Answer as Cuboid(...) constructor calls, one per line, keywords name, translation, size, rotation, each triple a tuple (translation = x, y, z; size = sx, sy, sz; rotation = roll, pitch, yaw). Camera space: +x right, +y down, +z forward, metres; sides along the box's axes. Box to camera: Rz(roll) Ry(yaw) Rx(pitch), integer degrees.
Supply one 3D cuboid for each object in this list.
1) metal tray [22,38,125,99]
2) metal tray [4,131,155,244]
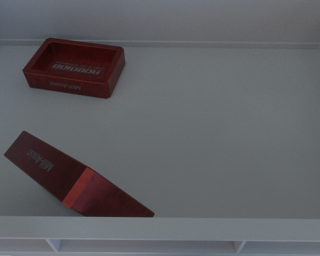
Cuboid(name="metal tray", translation=(-0.129, -0.095, 0.479), size=(0.131, 0.030, 0.090), rotation=(9, 50, 7))
Cuboid(name="metal tray", translation=(-0.077, 0.051, 0.286), size=(0.130, 0.090, 0.030), rotation=(17, 68, 44))
